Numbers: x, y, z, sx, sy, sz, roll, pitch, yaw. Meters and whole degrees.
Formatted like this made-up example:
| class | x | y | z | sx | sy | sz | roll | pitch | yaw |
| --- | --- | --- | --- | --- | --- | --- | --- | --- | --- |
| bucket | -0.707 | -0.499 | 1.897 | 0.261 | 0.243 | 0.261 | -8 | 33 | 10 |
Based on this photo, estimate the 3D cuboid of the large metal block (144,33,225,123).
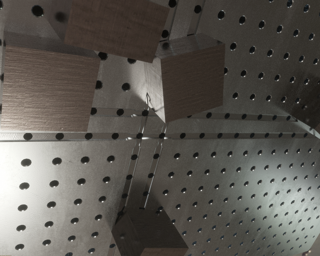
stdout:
| class | x | y | z | sx | sy | sz | roll | pitch | yaw |
| --- | --- | --- | --- | --- | --- | --- | --- | --- | --- |
| large metal block | 0.029 | -0.062 | 0.374 | 0.081 | 0.050 | 0.079 | -18 | 126 | -19 |

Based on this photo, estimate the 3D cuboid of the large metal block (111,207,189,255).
| class | x | y | z | sx | sy | sz | roll | pitch | yaw |
| --- | --- | --- | --- | --- | --- | --- | --- | --- | --- |
| large metal block | -0.017 | 0.171 | 0.474 | 0.081 | 0.080 | 0.050 | 17 | 110 | -35 |

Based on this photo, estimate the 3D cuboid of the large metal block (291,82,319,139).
| class | x | y | z | sx | sy | sz | roll | pitch | yaw |
| --- | --- | --- | --- | --- | --- | --- | --- | --- | --- |
| large metal block | 0.293 | -0.026 | 0.542 | 0.080 | 0.050 | 0.080 | 29 | 102 | -38 |

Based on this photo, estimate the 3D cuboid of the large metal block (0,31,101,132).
| class | x | y | z | sx | sy | sz | roll | pitch | yaw |
| --- | --- | --- | --- | --- | --- | --- | --- | --- | --- |
| large metal block | -0.112 | -0.044 | 0.308 | 0.081 | 0.050 | 0.079 | 2 | 118 | -30 |

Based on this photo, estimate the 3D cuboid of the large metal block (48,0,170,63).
| class | x | y | z | sx | sy | sz | roll | pitch | yaw |
| --- | --- | --- | --- | --- | --- | --- | --- | --- | --- |
| large metal block | -0.050 | -0.103 | 0.285 | 0.081 | 0.080 | 0.050 | 6 | 116 | -31 |
